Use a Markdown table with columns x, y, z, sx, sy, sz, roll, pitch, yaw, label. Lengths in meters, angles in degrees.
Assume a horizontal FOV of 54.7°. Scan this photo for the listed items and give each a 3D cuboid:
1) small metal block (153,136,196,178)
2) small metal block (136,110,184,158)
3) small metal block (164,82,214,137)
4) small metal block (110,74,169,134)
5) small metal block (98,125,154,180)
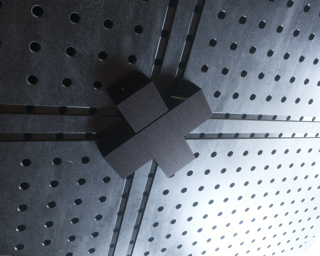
| x | y | z | sx | sy | sz | roll | pitch | yaw | label |
| --- | --- | --- | --- | --- | --- | --- | --- | --- | --- |
| 0.017 | 0.036 | 0.444 | 0.050 | 0.025 | 0.050 | -35 | 129 | -5 | small metal block |
| -0.003 | 0.004 | 0.412 | 0.050 | 0.025 | 0.050 | -36 | 129 | -5 | small metal block |
| 0.038 | -0.025 | 0.417 | 0.050 | 0.025 | 0.050 | -36 | 129 | -5 | small metal block |
| -0.024 | -0.029 | 0.381 | 0.050 | 0.025 | 0.050 | -35 | 129 | -5 | small metal block |
| -0.045 | 0.033 | 0.408 | 0.050 | 0.025 | 0.050 | -36 | 129 | -5 | small metal block |
